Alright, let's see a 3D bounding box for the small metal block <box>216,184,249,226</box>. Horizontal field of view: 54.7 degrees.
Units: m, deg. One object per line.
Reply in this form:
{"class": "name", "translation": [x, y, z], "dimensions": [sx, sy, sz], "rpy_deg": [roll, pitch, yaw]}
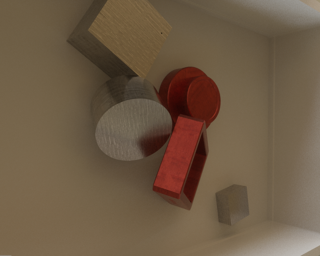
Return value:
{"class": "small metal block", "translation": [0.120, 0.126, 0.511], "dimensions": [0.050, 0.025, 0.050], "rpy_deg": [-12, 98, -40]}

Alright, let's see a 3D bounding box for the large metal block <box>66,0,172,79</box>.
{"class": "large metal block", "translation": [-0.044, -0.108, 0.355], "dimensions": [0.080, 0.050, 0.080], "rpy_deg": [39, 66, -33]}

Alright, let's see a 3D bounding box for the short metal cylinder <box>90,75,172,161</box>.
{"class": "short metal cylinder", "translation": [-0.033, -0.011, 0.339], "dimensions": [0.081, 0.050, 0.079], "rpy_deg": [-10, 129, -12]}

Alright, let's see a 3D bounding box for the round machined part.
{"class": "round machined part", "translation": [0.048, -0.038, 0.438], "dimensions": [0.099, 0.042, 0.097], "rpy_deg": [0, 90, -40]}

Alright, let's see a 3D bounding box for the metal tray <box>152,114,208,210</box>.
{"class": "metal tray", "translation": [0.032, 0.049, 0.385], "dimensions": [0.130, 0.030, 0.090], "rpy_deg": [63, 45, -67]}
